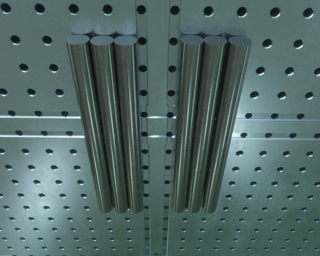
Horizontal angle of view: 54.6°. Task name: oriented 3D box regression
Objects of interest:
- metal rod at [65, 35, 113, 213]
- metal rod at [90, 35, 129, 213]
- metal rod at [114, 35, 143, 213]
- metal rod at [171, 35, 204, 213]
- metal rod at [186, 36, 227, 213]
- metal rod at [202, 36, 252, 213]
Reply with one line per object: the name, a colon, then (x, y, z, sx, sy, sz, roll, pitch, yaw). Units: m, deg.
metal rod: (-0.089, 0.019, 0.426, 0.025, 0.025, 0.298, 0, 130, -1)
metal rod: (-0.064, 0.020, 0.427, 0.025, 0.025, 0.298, 0, 130, -1)
metal rod: (-0.038, 0.020, 0.427, 0.025, 0.025, 0.298, 0, 130, -1)
metal rod: (0.033, 0.019, 0.427, 0.025, 0.025, 0.298, 0, 130, -1)
metal rod: (0.058, 0.020, 0.428, 0.025, 0.025, 0.298, 0, 130, -1)
metal rod: (0.084, 0.020, 0.429, 0.025, 0.025, 0.298, 0, 130, -1)
